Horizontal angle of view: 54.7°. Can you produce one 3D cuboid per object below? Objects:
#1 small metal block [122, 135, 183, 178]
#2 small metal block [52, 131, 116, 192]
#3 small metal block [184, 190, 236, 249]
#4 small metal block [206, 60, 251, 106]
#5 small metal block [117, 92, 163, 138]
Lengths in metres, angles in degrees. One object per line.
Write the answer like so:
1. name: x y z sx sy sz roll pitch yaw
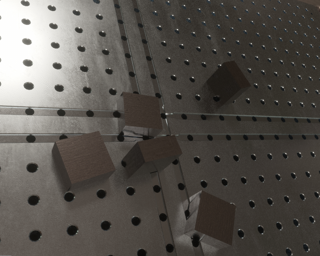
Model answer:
1. small metal block: -0.010 0.034 0.368 0.050 0.050 0.025 -9 67 -33
2. small metal block: -0.084 0.036 0.342 0.050 0.025 0.050 -15 70 -34
3. small metal block: 0.061 0.111 0.375 0.050 0.025 0.050 27 52 -12
4. small metal block: 0.109 -0.071 0.497 0.025 0.050 0.050 -18 72 -35
5. small metal block: -0.027 -0.016 0.405 0.050 0.025 0.050 7 59 -25
